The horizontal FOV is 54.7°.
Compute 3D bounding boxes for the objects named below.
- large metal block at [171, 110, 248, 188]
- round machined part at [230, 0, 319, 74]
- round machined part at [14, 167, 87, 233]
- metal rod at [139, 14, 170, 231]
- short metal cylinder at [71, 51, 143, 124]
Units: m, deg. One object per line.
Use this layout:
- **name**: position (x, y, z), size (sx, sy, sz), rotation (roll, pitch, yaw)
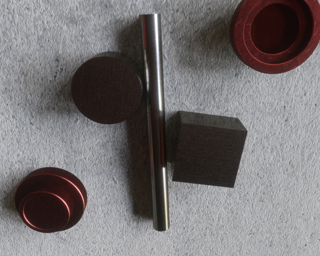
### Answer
- **large metal block**: position (0.060, 0.027, 0.407), size (0.081, 0.050, 0.079), rotation (7, 110, -3)
- **round machined part**: position (0.130, -0.115, 0.360), size (0.099, 0.042, 0.097), rotation (0, 110, 0)
- **round machined part**: position (-0.157, 0.108, 0.439), size (0.099, 0.042, 0.097), rotation (0, 110, 0)
- **metal rod**: position (-0.005, 0.007, 0.412), size (0.025, 0.025, 0.298), rotation (-3, 110, 1)
- **short metal cylinder**: position (-0.061, -0.050, 0.377), size (0.081, 0.050, 0.079), rotation (0, 110, 0)
